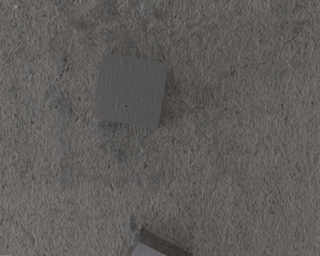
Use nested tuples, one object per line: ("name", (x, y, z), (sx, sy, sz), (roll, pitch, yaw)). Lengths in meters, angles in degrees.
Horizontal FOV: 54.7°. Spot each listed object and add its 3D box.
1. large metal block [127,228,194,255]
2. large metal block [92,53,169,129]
("large metal block", (-0.008, 0.190, 0.397), (0.080, 0.050, 0.080), (27, 90, 0))
("large metal block", (-0.036, -0.045, 0.397), (0.080, 0.050, 0.080), (9, 90, 0))
